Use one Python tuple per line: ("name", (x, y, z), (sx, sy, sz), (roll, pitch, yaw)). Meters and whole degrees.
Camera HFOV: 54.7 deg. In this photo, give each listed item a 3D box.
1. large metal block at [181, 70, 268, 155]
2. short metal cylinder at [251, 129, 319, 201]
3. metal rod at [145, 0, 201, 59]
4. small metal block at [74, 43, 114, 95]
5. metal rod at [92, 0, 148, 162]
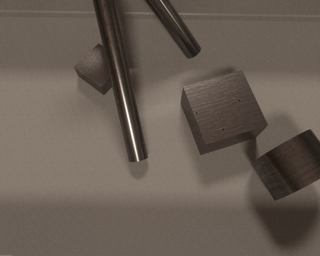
("large metal block", (0.080, -0.019, 0.404), (0.081, 0.050, 0.080), (-17, 71, -7))
("short metal cylinder", (0.157, 0.044, 0.366), (0.080, 0.080, 0.050), (-26, 73, -9))
("metal rod", (-0.037, -0.199, 0.369), (0.025, 0.300, 0.025), (-27, 39, 24))
("small metal block", (-0.083, -0.083, 0.439), (0.050, 0.025, 0.050), (37, 74, 12))
("metal rod", (-0.058, -0.105, 0.377), (0.025, 0.025, 0.298), (-12, 98, -5))
